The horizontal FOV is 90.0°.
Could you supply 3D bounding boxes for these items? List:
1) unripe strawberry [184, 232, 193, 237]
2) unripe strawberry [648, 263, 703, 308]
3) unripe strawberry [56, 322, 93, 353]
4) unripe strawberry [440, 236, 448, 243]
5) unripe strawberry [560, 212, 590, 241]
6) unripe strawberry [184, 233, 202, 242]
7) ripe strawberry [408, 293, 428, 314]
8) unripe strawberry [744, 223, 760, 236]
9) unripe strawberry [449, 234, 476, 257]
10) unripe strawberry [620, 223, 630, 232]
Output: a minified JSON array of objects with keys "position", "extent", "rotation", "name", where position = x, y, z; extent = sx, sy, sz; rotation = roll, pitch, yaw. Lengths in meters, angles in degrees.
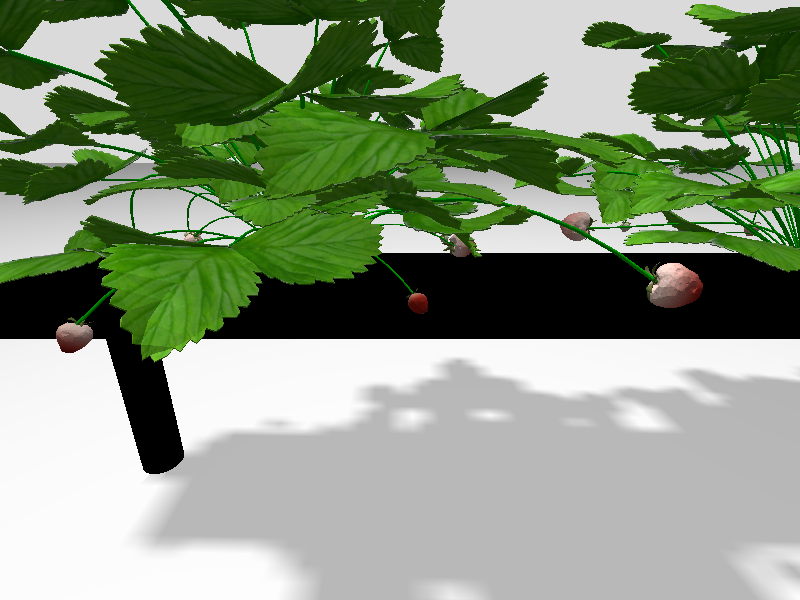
[{"position":[-0.234,-0.071,0.446],"extent":[0.011,0.011,0.011],"rotation":[12,24,29],"name":"unripe strawberry"},{"position":[0.186,-0.009,0.270],"extent":[0.030,0.032,0.028],"rotation":[18,25,13],"name":"unripe strawberry"},{"position":[-0.178,0.021,0.218],"extent":[0.016,0.017,0.016],"rotation":[12,-9,29],"name":"unripe strawberry"},{"position":[0.052,-0.071,0.467],"extent":[0.010,0.010,0.009],"rotation":[-42,39,-22],"name":"unripe strawberry"},{"position":[0.210,-0.089,0.480],"extent":[0.033,0.034,0.030],"rotation":[16,26,37],"name":"unripe strawberry"},{"position":[-0.228,-0.064,0.440],"extent":[0.019,0.017,0.019],"rotation":[-36,-3,36],"name":"unripe strawberry"},{"position":[0.013,0.003,0.268],"extent":[0.015,0.015,0.013],"rotation":[-19,-19,-41],"name":"ripe strawberry"},{"position":[0.442,-0.088,0.504],"extent":[0.015,0.016,0.017],"rotation":[10,23,25],"name":"unripe strawberry"},{"position":[0.064,-0.055,0.404],"extent":[0.025,0.024,0.027],"rotation":[-4,21,-17],"name":"unripe strawberry"},{"position":[0.277,-0.089,0.494],"extent":[0.011,0.011,0.011],"rotation":[-12,24,-29],"name":"unripe strawberry"}]
